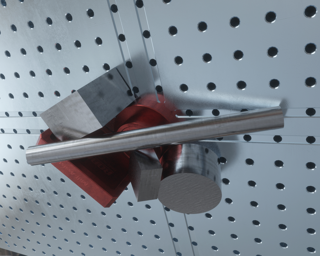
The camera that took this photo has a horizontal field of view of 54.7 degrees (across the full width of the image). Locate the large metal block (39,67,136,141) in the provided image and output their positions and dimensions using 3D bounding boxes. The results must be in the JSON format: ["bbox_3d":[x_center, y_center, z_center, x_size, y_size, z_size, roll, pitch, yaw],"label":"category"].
[{"bbox_3d":[-0.092,-0.028,0.403,0.080,0.080,0.050,-23,106,36],"label":"large metal block"}]

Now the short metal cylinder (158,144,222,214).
[{"bbox_3d":[0.038,0.066,0.399,0.080,0.050,0.079,4,130,5],"label":"short metal cylinder"}]

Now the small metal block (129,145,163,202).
[{"bbox_3d":[-0.020,0.053,0.380,0.025,0.050,0.050,-4,125,-19],"label":"small metal block"}]

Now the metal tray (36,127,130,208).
[{"bbox_3d":[-0.095,0.038,0.440,0.130,0.090,0.030,40,129,1],"label":"metal tray"}]

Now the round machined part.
[{"bbox_3d":[-0.021,0.013,0.421,0.098,0.042,0.097,13,124,20],"label":"round machined part"}]

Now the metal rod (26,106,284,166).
[{"bbox_3d":[-0.015,0.012,0.363,0.301,0.025,0.025,-9,115,10],"label":"metal rod"}]
